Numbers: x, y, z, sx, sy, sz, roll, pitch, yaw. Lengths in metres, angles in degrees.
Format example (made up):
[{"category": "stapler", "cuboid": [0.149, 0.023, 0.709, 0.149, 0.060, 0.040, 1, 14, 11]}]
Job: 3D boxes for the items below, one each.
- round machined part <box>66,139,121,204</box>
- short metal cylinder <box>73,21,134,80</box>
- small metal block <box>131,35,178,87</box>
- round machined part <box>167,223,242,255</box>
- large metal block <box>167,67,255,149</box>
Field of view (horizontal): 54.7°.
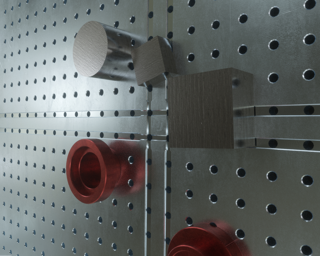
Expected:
[{"category": "round machined part", "cuboid": [-0.099, 0.065, 0.481, 0.098, 0.042, 0.097, 0, 90, 40]}, {"category": "short metal cylinder", "cuboid": [-0.086, -0.114, 0.464, 0.080, 0.050, 0.080, 0, 90, 40]}, {"category": "small metal block", "cuboid": [-0.009, -0.088, 0.417, 0.050, 0.025, 0.050, -20, 77, 38]}, {"category": "round machined part", "cuboid": [0.046, 0.165, 0.361, 0.098, 0.042, 0.097, 0, 90, 40]}, {"category": "large metal block", "cuboid": [0.056, -0.019, 0.347, 0.080, 0.050, 0.080, -2, 89, 40]}]
